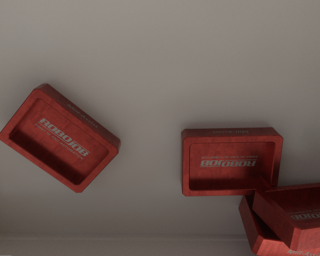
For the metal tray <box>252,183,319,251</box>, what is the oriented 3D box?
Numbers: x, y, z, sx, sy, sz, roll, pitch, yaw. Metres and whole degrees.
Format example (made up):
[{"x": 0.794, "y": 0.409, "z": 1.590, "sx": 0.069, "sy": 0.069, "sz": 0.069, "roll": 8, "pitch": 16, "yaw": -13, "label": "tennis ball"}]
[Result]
[{"x": 0.199, "y": 0.107, "z": 0.394, "sx": 0.131, "sy": 0.090, "sz": 0.030, "roll": -2, "pitch": 109, "yaw": -15, "label": "metal tray"}]

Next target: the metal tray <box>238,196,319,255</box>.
[{"x": 0.184, "y": 0.137, "z": 0.428, "sx": 0.131, "sy": 0.090, "sz": 0.030, "roll": 10, "pitch": 117, "yaw": -4, "label": "metal tray"}]

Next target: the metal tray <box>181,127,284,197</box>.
[{"x": 0.095, "y": 0.047, "z": 0.427, "sx": 0.131, "sy": 0.030, "sz": 0.089, "roll": -1, "pitch": 110, "yaw": 0, "label": "metal tray"}]

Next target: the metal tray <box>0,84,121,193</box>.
[{"x": -0.130, "y": 0.016, "z": 0.412, "sx": 0.130, "sy": 0.030, "sz": 0.090, "roll": 40, "pitch": 105, "yaw": -14, "label": "metal tray"}]
